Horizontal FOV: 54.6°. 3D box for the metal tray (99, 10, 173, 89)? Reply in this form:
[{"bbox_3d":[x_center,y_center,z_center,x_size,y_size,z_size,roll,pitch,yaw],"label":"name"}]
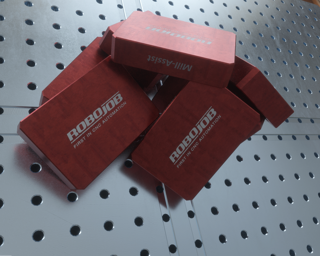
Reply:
[{"bbox_3d":[-0.015,-0.117,0.443,0.090,0.030,0.131,41,37,-2],"label":"metal tray"}]

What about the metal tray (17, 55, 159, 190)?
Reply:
[{"bbox_3d":[-0.073,-0.008,0.341,0.131,0.030,0.090,-45,104,-28],"label":"metal tray"}]

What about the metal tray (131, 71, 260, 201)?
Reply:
[{"bbox_3d":[0.040,0.008,0.364,0.090,0.130,0.030,38,9,-4],"label":"metal tray"}]

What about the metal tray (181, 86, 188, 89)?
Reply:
[{"bbox_3d":[0.082,-0.073,0.465,0.131,0.030,0.090,23,50,-39],"label":"metal tray"}]

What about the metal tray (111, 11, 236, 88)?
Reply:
[{"bbox_3d":[0.019,-0.095,0.360,0.131,0.030,0.090,14,39,4],"label":"metal tray"}]

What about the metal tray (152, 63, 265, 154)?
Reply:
[{"bbox_3d":[0.063,-0.028,0.417,0.130,0.090,0.030,38,52,-2],"label":"metal tray"}]

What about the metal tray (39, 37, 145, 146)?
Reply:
[{"bbox_3d":[-0.075,-0.050,0.394,0.090,0.030,0.130,34,51,-6],"label":"metal tray"}]

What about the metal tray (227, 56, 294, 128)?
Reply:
[{"bbox_3d":[0.113,-0.062,0.422,0.090,0.030,0.130,39,12,-29],"label":"metal tray"}]
